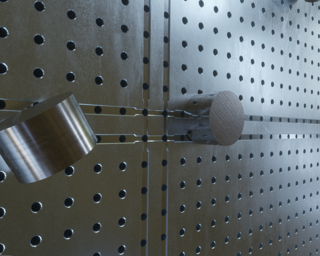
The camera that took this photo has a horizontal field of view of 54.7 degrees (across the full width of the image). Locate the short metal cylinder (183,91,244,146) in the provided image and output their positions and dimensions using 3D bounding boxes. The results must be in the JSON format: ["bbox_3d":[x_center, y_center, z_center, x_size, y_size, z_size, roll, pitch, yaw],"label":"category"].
[{"bbox_3d":[0.081,-0.014,0.464,0.081,0.050,0.079,0,90,-40],"label":"short metal cylinder"}]

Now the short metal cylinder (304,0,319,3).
[{"bbox_3d":[0.328,-0.315,0.652,0.050,0.080,0.080,28,72,-37],"label":"short metal cylinder"}]

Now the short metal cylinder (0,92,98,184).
[{"bbox_3d":[-0.106,0.007,0.286,0.080,0.080,0.050,-37,113,-34],"label":"short metal cylinder"}]
